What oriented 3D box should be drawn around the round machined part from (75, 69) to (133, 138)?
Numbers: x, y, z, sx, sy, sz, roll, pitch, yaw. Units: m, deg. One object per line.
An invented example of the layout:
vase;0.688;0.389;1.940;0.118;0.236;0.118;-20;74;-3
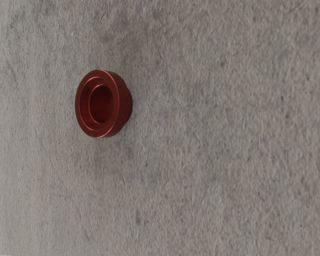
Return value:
round machined part;-0.079;-0.035;0.456;0.098;0.042;0.097;0;90;39
